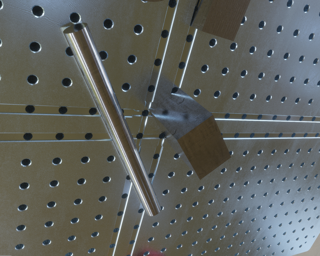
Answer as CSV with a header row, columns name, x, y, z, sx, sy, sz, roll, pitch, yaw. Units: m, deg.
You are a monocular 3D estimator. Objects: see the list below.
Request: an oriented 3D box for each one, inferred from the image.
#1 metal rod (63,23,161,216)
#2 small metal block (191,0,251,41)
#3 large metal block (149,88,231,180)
name,x,y,z,sx,sy,sz,roll,pitch,yaw
metal rod,-0.047,0.015,0.395,0.025,0.025,0.299,-27,128,-12
small metal block,0.072,-0.136,0.368,0.050,0.025,0.050,6,116,-32
large metal block,0.039,0.007,0.403,0.050,0.080,0.080,-35,129,-5
